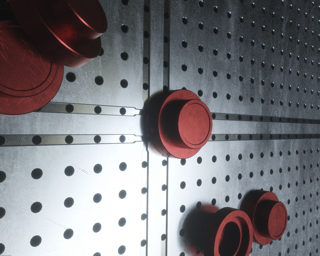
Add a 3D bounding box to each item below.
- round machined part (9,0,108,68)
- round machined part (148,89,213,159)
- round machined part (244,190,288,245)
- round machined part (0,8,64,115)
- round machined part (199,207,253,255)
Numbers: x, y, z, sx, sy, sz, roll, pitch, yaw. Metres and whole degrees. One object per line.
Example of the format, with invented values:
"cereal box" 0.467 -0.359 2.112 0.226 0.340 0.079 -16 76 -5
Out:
"round machined part" -0.088 -0.111 0.294 0.098 0.042 0.098 49 26 -33
"round machined part" 0.035 -0.005 0.430 0.099 0.042 0.097 0 90 -40
"round machined part" 0.198 0.166 0.568 0.099 0.042 0.097 0 90 -40
"round machined part" -0.135 -0.060 0.285 0.099 0.042 0.097 0 90 -40
"round machined part" 0.100 0.173 0.485 0.099 0.042 0.097 0 90 -40
